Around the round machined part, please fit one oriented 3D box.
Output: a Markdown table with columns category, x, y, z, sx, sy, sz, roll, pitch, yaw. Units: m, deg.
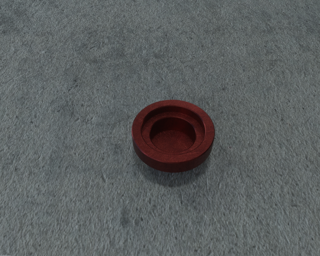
| category | x | y | z | sx | sy | sz | roll | pitch | yaw |
| --- | --- | --- | --- | --- | --- | --- | --- | --- | --- |
| round machined part | 0.015 | 0.014 | 0.382 | 0.099 | 0.042 | 0.098 | 0 | 50 | 0 |
